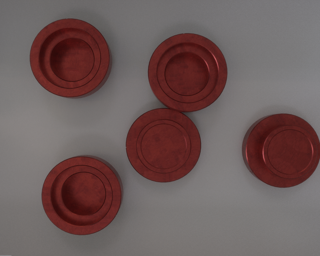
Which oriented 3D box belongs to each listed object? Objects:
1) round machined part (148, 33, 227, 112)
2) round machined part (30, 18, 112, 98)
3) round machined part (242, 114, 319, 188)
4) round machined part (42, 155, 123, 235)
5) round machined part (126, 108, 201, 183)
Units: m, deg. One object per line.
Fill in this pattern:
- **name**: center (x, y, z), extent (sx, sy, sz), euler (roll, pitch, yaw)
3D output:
- **round machined part**: center (0.034, -0.069, 0.403), extent (0.099, 0.042, 0.097), euler (0, 90, 0)
- **round machined part**: center (-0.111, -0.087, 0.402), extent (0.099, 0.042, 0.097), euler (0, 90, 0)
- **round machined part**: center (0.161, 0.030, 0.404), extent (0.099, 0.042, 0.097), euler (0, 90, 0)
- **round machined part**: center (-0.097, 0.084, 0.402), extent (0.099, 0.042, 0.097), euler (0, 90, 0)
- **round machined part**: center (0.004, 0.023, 0.403), extent (0.099, 0.042, 0.097), euler (0, 90, 0)
